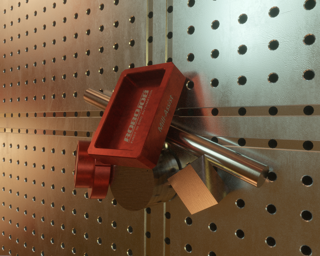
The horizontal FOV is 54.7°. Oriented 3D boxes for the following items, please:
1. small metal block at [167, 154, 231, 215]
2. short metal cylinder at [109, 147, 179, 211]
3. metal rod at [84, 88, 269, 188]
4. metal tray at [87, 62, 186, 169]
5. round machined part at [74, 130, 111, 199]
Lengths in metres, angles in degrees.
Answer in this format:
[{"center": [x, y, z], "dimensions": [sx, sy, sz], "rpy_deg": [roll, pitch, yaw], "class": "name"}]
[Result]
[{"center": [0.043, 0.065, 0.354], "dimensions": [0.050, 0.025, 0.050], "rpy_deg": [55, 140, 7], "class": "small metal block"}, {"center": [-0.021, 0.063, 0.406], "dimensions": [0.080, 0.050, 0.079], "rpy_deg": [0, 90, 40], "class": "short metal cylinder"}, {"center": [-0.003, -0.001, 0.407], "dimensions": [0.300, 0.025, 0.025], "rpy_deg": [25, 106, 37], "class": "metal rod"}, {"center": [-0.028, -0.017, 0.386], "dimensions": [0.090, 0.030, 0.130], "rpy_deg": [0, 61, 39], "class": "metal tray"}, {"center": [-0.099, 0.052, 0.444], "dimensions": [0.098, 0.042, 0.097], "rpy_deg": [-175, 89, -73], "class": "round machined part"}]
